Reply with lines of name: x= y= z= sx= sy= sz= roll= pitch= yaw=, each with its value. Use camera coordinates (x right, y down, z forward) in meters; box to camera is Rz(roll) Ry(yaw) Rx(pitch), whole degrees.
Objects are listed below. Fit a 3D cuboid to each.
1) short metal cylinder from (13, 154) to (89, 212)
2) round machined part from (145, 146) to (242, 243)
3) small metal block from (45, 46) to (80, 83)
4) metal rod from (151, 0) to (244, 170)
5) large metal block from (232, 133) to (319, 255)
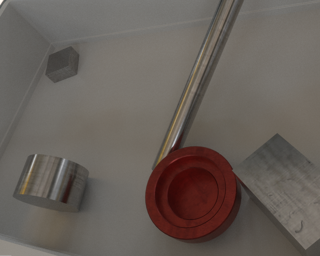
short metal cylinder: x=-0.137 y=0.072 z=0.396 sx=0.080 sy=0.080 sz=0.050 roll=-3 pitch=60 yaw=26
round machined part: x=0.038 y=0.072 z=0.330 sx=0.098 sy=0.042 sz=0.098 roll=-13 pitch=56 yaw=20
small metal block: x=-0.178 y=-0.116 z=0.568 sx=0.050 sy=0.025 sz=0.050 roll=-16 pitch=55 yaw=18
metal rod: x=0.056 y=-0.084 z=0.351 sx=0.025 sy=0.025 sz=0.298 roll=28 pitch=101 yaw=37
large metal block: x=0.117 y=0.063 z=0.270 sx=0.050 sy=0.080 sz=0.080 roll=-40 pitch=51 yaw=1
